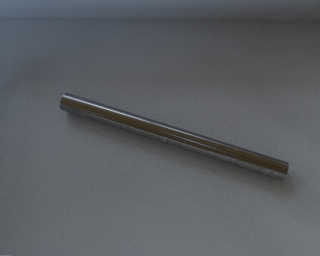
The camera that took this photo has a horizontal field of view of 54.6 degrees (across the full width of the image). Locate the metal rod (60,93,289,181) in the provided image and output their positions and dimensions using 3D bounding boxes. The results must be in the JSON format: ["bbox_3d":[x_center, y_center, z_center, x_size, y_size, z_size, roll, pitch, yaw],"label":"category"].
[{"bbox_3d":[0.014,0.009,0.405,0.301,0.025,0.025,18,71,6],"label":"metal rod"}]
